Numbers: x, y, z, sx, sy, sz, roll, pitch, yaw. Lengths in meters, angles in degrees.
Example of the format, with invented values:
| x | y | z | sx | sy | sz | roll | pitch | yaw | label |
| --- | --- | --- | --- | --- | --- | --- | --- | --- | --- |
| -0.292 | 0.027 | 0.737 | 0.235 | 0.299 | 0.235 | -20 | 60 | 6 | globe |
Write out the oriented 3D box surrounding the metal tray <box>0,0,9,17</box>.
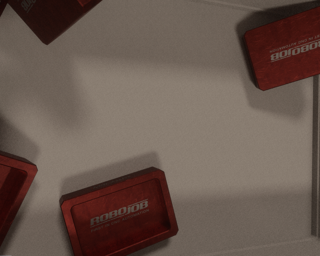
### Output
| x | y | z | sx | sy | sz | roll | pitch | yaw | label |
| --- | --- | --- | --- | --- | --- | --- | --- | --- | --- |
| -0.177 | -0.095 | 0.235 | 0.091 | 0.030 | 0.130 | 12 | 61 | -9 | metal tray |

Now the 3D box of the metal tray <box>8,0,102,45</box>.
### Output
| x | y | z | sx | sy | sz | roll | pitch | yaw | label |
| --- | --- | --- | --- | --- | --- | --- | --- | --- | --- |
| -0.116 | -0.140 | 0.303 | 0.030 | 0.130 | 0.090 | -50 | 115 | -25 | metal tray |

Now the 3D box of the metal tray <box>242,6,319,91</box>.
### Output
| x | y | z | sx | sy | sz | roll | pitch | yaw | label |
| --- | --- | --- | --- | --- | --- | --- | --- | --- | --- |
| 0.196 | -0.115 | 0.448 | 0.130 | 0.030 | 0.090 | -17 | 97 | 12 | metal tray |

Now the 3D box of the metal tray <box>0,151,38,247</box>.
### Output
| x | y | z | sx | sy | sz | roll | pitch | yaw | label |
| --- | --- | --- | --- | --- | --- | --- | --- | --- | --- |
| -0.196 | 0.083 | 0.313 | 0.090 | 0.030 | 0.130 | 33 | 78 | -48 | metal tray |

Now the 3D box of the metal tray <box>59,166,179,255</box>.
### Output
| x | y | z | sx | sy | sz | roll | pitch | yaw | label |
| --- | --- | --- | --- | --- | --- | --- | --- | --- | --- |
| -0.049 | 0.111 | 0.390 | 0.131 | 0.030 | 0.089 | -16 | 96 | -20 | metal tray |
